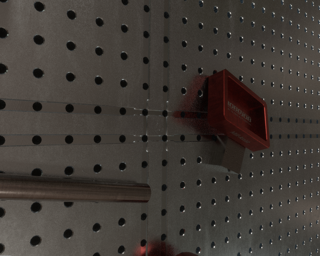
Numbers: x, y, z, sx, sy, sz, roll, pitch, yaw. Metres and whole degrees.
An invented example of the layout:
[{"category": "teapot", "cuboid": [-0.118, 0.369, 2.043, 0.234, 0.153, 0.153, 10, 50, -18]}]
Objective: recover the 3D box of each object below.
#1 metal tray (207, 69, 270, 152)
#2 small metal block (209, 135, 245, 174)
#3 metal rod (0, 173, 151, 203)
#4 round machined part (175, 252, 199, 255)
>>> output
[{"category": "metal tray", "cuboid": [0.129, -0.025, 0.500, 0.131, 0.030, 0.090, 28, 56, -37]}, {"category": "small metal block", "cuboid": [0.111, 0.044, 0.505, 0.050, 0.025, 0.050, 27, 73, -37]}, {"category": "metal rod", "cuboid": [-0.133, 0.058, 0.298, 0.302, 0.025, 0.025, 13, 82, -40]}, {"category": "round machined part", "cuboid": [0.027, 0.220, 0.424, 0.099, 0.042, 0.097, 0, 90, -40]}]
